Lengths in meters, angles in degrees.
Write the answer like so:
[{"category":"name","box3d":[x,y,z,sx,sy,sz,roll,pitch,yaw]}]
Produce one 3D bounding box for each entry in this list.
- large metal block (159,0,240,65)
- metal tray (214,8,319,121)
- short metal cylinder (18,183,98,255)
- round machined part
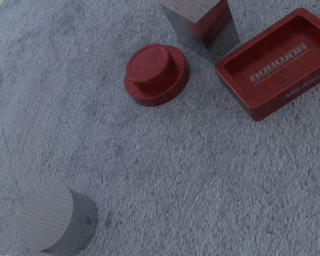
[{"category":"large metal block","box3d":[0.056,-0.146,0.429,0.050,0.080,0.080,-43,51,-1]},{"category":"metal tray","box3d":[0.143,-0.078,0.373,0.130,0.030,0.090,-34,51,6]},{"category":"short metal cylinder","box3d":[-0.125,0.114,0.383,0.080,0.050,0.080,-13,56,21]},{"category":"round machined part","box3d":[-0.010,-0.083,0.449,0.098,0.042,0.098,-13,56,21]}]
